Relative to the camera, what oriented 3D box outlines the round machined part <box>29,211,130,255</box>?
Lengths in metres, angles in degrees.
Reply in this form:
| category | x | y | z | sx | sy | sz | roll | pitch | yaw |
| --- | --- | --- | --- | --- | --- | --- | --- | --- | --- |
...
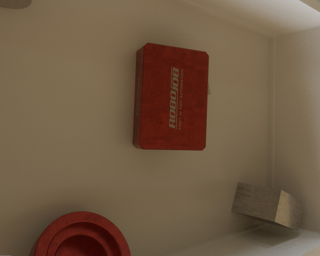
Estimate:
| category | x | y | z | sx | sy | sz | roll | pitch | yaw |
| --- | --- | --- | --- | --- | --- | --- | --- | --- | --- |
| round machined part | -0.081 | 0.138 | 0.309 | 0.099 | 0.042 | 0.098 | 24 | 42 | -23 |

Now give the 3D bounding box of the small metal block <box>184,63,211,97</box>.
| category | x | y | z | sx | sy | sz | roll | pitch | yaw |
| --- | --- | --- | --- | --- | --- | --- | --- | --- | --- |
| small metal block | 0.043 | -0.066 | 0.445 | 0.050 | 0.025 | 0.050 | -22 | 104 | -38 |

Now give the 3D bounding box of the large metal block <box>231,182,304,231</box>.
| category | x | y | z | sx | sy | sz | roll | pitch | yaw |
| --- | --- | --- | --- | --- | --- | --- | --- | --- | --- |
| large metal block | 0.183 | 0.134 | 0.528 | 0.080 | 0.080 | 0.050 | 28 | 72 | -37 |

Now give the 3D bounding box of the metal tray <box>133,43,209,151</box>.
| category | x | y | z | sx | sy | sz | roll | pitch | yaw |
| --- | --- | --- | --- | --- | --- | --- | --- | --- | --- |
| metal tray | 0.015 | -0.037 | 0.400 | 0.091 | 0.030 | 0.129 | 3 | 88 | -22 |

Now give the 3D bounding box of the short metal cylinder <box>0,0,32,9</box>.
| category | x | y | z | sx | sy | sz | roll | pitch | yaw |
| --- | --- | --- | --- | --- | --- | --- | --- | --- | --- |
| short metal cylinder | -0.140 | -0.143 | 0.254 | 0.080 | 0.080 | 0.050 | 20 | 78 | -39 |
